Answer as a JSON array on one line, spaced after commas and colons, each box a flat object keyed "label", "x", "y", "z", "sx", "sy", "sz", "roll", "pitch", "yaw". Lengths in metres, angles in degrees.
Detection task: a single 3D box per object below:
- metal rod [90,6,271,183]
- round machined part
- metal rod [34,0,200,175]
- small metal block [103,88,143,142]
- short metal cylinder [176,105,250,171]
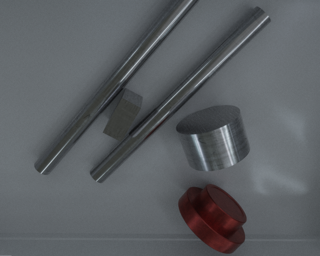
[{"label": "metal rod", "x": 0.017, "y": -0.033, "z": 0.399, "sx": 0.025, "sy": 0.025, "sz": 0.299, "roll": 43, "pitch": 104, "yaw": -14}, {"label": "round machined part", "x": 0.076, "y": 0.114, "z": 0.416, "sx": 0.098, "sy": 0.098, "sz": 0.042, "roll": 34, "pitch": 106, "yaw": -12}, {"label": "metal rod", "x": -0.063, "y": -0.049, "z": 0.392, "sx": 0.025, "sy": 0.025, "sz": 0.299, "roll": 40, "pitch": 105, "yaw": -14}, {"label": "small metal block", "x": -0.046, "y": -0.018, "z": 0.391, "sx": 0.025, "sy": 0.050, "sz": 0.050, "roll": 29, "pitch": 107, "yaw": -10}, {"label": "short metal cylinder", "x": 0.066, "y": 0.011, "z": 0.387, "sx": 0.080, "sy": 0.080, "sz": 0.050, "roll": -18, "pitch": 109, "yaw": 6}]
